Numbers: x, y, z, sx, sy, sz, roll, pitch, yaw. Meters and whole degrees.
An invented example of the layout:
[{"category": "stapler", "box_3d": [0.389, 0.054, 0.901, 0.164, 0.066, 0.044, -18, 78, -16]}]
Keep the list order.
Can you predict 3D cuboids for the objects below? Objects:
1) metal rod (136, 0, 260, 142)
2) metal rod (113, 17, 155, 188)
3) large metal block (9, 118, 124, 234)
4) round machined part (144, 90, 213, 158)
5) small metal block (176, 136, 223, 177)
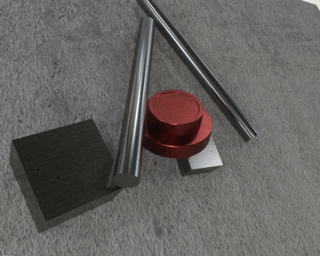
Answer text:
[{"category": "metal rod", "box_3d": [0.056, -0.105, 0.499, 0.025, 0.025, 0.299, -28, 77, -38]}, {"category": "metal rod", "box_3d": [-0.026, -0.059, 0.394, 0.025, 0.025, 0.300, 20, 44, -17]}, {"category": "large metal block", "box_3d": [-0.093, 0.046, 0.310, 0.081, 0.050, 0.080, -19, 72, -35]}, {"category": "round machined part", "box_3d": [0.018, -0.012, 0.388, 0.099, 0.042, 0.098, 4, 42, -3]}, {"category": "small metal block", "box_3d": [0.049, 0.034, 0.411, 0.050, 0.025, 0.050, -3, 64, -30]}]
